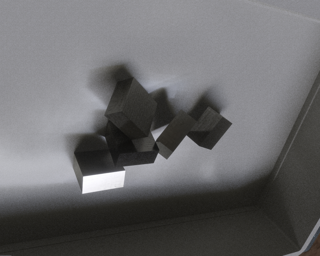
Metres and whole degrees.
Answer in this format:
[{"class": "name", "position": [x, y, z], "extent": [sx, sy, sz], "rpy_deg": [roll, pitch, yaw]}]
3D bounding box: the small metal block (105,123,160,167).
[{"class": "small metal block", "position": [-0.035, 0.019, 0.383], "extent": [0.050, 0.050, 0.025], "rpy_deg": [-3, 136, -27]}]

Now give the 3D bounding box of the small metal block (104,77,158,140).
[{"class": "small metal block", "position": [-0.032, -0.022, 0.361], "extent": [0.025, 0.050, 0.050], "rpy_deg": [-11, 140, 33]}]

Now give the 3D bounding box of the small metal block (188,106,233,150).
[{"class": "small metal block", "position": [0.071, 0.002, 0.439], "extent": [0.050, 0.025, 0.050], "rpy_deg": [-53, 152, 9]}]

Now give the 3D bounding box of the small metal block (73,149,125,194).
[{"class": "small metal block", "position": [-0.076, 0.052, 0.384], "extent": [0.050, 0.050, 0.025], "rpy_deg": [-5, 121, -27]}]

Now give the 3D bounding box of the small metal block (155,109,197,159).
[{"class": "small metal block", "position": [0.018, 0.010, 0.399], "extent": [0.050, 0.025, 0.050], "rpy_deg": [-51, 176, -18]}]
